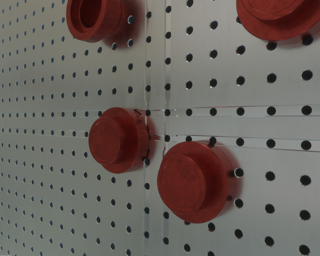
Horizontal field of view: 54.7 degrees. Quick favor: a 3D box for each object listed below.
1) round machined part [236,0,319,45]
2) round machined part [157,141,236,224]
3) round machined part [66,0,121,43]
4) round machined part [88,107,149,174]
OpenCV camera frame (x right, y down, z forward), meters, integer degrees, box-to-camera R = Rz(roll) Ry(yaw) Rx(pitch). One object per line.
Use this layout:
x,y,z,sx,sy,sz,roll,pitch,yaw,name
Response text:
0.119,-0.134,0.300,0.098,0.042,0.097,0,90,39,round machined part
0.035,0.064,0.368,0.098,0.042,0.097,0,90,39,round machined part
-0.098,-0.180,0.476,0.098,0.042,0.097,0,90,39,round machined part
-0.067,0.018,0.451,0.098,0.042,0.097,0,90,39,round machined part
